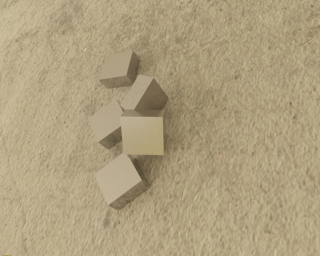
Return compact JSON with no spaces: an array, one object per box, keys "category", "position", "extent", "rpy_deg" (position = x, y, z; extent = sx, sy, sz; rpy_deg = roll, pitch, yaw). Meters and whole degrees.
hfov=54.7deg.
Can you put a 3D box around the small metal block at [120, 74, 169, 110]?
[{"category":"small metal block","position":[-0.019,-0.036,0.419],"extent":[0.025,0.050,0.050],"rpy_deg":[19,72,35]}]

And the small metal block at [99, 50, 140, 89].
[{"category":"small metal block","position":[-0.063,-0.093,0.492],"extent":[0.050,0.025,0.050],"rpy_deg":[-4,60,26]}]

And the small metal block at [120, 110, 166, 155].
[{"category":"small metal block","position":[-0.019,0.005,0.382],"extent":[0.050,0.050,0.025],"rpy_deg":[1,22,7]}]

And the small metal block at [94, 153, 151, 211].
[{"category":"small metal block","position":[-0.047,0.066,0.387],"extent":[0.050,0.025,0.050],"rpy_deg":[-37,51,3]}]

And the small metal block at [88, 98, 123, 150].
[{"category":"small metal block","position":[-0.069,-0.006,0.442],"extent":[0.050,0.025,0.050],"rpy_deg":[-35,51,4]}]
